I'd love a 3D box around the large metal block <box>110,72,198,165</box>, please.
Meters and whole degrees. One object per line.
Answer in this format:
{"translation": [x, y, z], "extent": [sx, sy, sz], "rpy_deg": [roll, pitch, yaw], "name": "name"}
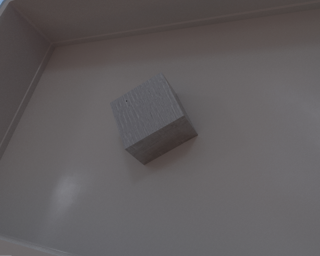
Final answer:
{"translation": [-0.009, -0.012, 0.401], "extent": [0.080, 0.050, 0.080], "rpy_deg": [-30, 52, 8], "name": "large metal block"}
